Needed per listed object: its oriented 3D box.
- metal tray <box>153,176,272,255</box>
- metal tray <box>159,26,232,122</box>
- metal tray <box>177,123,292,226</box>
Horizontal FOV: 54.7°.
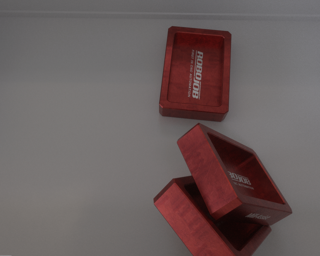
[{"bbox_3d":[0.060,0.090,0.317,0.030,0.131,0.090,-49,66,17],"label":"metal tray"},{"bbox_3d":[0.050,-0.078,0.435,0.091,0.030,0.130,6,70,2],"label":"metal tray"},{"bbox_3d":[0.082,0.053,0.328,0.030,0.131,0.090,-41,51,23],"label":"metal tray"}]
